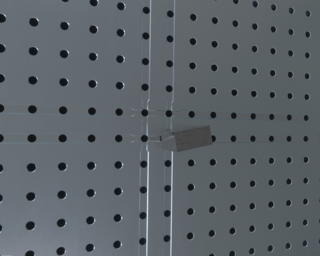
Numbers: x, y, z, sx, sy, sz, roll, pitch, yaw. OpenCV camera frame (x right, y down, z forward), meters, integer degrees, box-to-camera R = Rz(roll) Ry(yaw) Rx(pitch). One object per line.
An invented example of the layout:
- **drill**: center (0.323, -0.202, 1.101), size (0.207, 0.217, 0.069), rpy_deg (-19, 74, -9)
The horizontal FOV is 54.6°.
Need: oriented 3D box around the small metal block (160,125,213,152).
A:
- **small metal block**: center (0.034, 0.013, 0.412), size (0.050, 0.050, 0.025), rpy_deg (-11, 94, -20)
